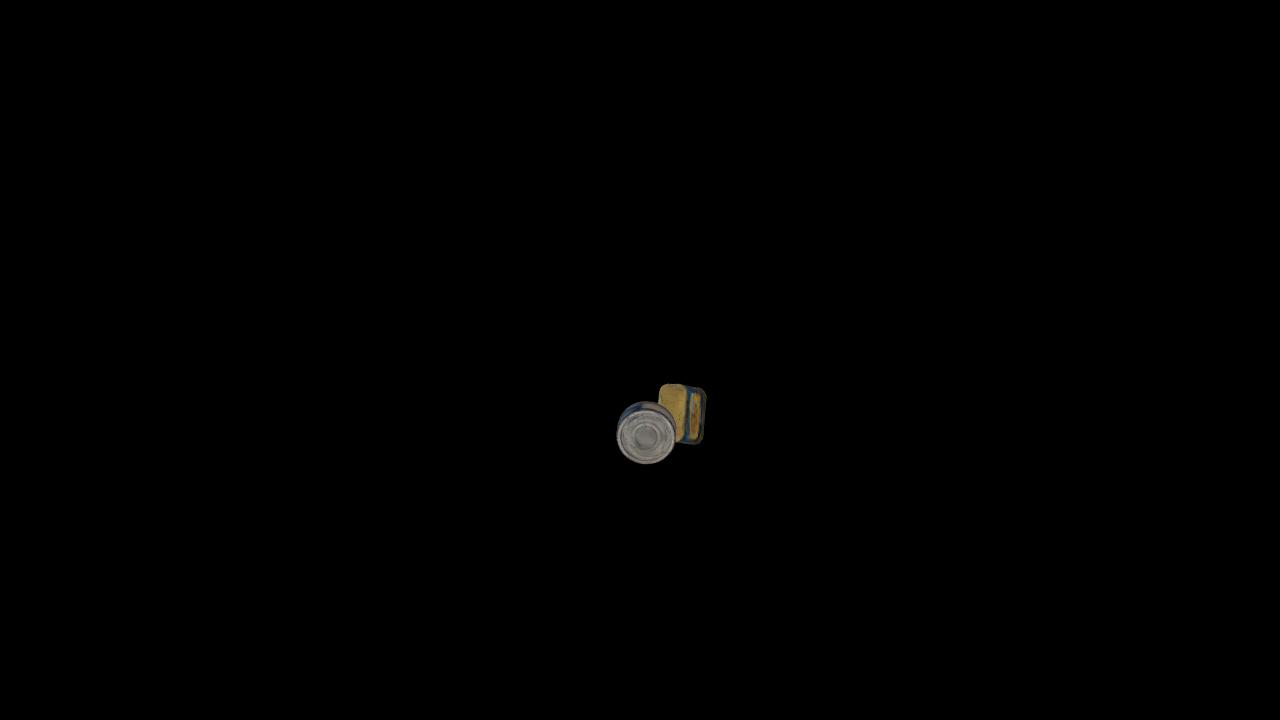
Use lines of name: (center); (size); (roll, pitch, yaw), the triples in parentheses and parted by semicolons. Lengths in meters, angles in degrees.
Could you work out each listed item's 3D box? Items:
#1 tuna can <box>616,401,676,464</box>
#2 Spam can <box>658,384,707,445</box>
tuna can: (0.009, 0.103, 0.859); (0.084, 0.084, 0.034); (0, 15, 3)
Spam can: (0.070, 0.093, 1.052); (0.058, 0.101, 0.085); (2, -6, 27)
